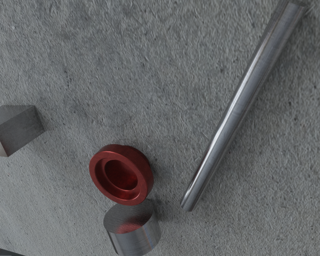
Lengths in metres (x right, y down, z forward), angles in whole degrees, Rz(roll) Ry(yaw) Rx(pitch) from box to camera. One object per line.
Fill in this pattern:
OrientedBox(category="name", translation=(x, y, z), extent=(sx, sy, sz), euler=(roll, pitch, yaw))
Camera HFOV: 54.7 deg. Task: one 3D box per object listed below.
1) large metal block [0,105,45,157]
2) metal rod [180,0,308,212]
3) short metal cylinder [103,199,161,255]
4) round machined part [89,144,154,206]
OrientedBox(category="large metal block", translation=(-0.254, 0.002, 0.506), extent=(0.080, 0.080, 0.050), euler=(2, 119, 27))
OrientedBox(category="metal rod", translation=(0.080, 0.000, 0.364), extent=(0.025, 0.025, 0.298), euler=(27, 128, 11))
OrientedBox(category="short metal cylinder", translation=(-0.043, 0.156, 0.490), extent=(0.080, 0.080, 0.050), euler=(-1, 118, 29))
OrientedBox(category="round machined part", translation=(-0.053, 0.065, 0.464), extent=(0.098, 0.042, 0.097), euler=(13, 124, 21))
